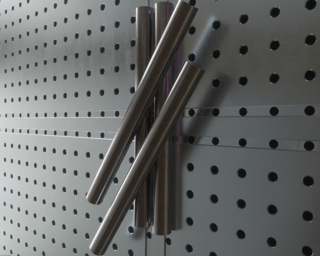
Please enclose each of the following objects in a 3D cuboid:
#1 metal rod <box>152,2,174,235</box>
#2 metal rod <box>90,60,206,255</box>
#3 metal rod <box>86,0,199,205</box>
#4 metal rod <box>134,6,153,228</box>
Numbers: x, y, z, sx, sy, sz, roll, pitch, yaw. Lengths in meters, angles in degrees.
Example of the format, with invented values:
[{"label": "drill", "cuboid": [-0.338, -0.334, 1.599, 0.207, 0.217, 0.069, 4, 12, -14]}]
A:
[{"label": "metal rod", "cuboid": [0.004, -0.012, 0.408, 0.025, 0.025, 0.298, 1, 91, 40]}, {"label": "metal rod", "cuboid": [-0.025, 0.053, 0.399, 0.025, 0.025, 0.298, 42, 115, 32]}, {"label": "metal rod", "cuboid": [-0.032, -0.018, 0.405, 0.025, 0.025, 0.298, 42, 115, 32]}, {"label": "metal rod", "cuboid": [-0.023, -0.015, 0.430, 0.025, 0.025, 0.298, 1, 91, 40]}]
